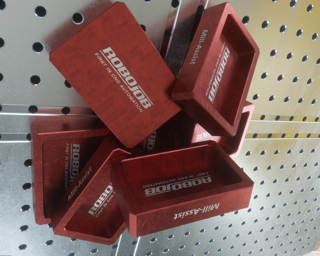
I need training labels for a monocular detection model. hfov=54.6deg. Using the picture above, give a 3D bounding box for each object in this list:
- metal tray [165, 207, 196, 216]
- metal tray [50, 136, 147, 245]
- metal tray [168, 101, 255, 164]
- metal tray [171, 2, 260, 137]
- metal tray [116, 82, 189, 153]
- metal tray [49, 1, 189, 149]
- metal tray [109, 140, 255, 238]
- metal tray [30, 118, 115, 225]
[{"bbox_3d":[0.040,0.098,0.447,0.090,0.030,0.130,-26,161,-12],"label":"metal tray"},{"bbox_3d":[-0.062,0.082,0.385,0.090,0.030,0.130,30,102,-38],"label":"metal tray"},{"bbox_3d":[0.072,0.011,0.430,0.131,0.030,0.089,-16,127,-40],"label":"metal tray"},{"bbox_3d":[0.070,-0.066,0.361,0.090,0.030,0.130,38,64,-38],"label":"metal tray"},{"bbox_3d":[-0.011,0.007,0.405,0.091,0.030,0.129,-6,119,-28],"label":"metal tray"},{"bbox_3d":[-0.039,-0.053,0.331,0.090,0.030,0.130,-39,114,-2],"label":"metal tray"},{"bbox_3d":[0.020,0.057,0.331,0.131,0.090,0.030,-9,122,-19],"label":"metal tray"},{"bbox_3d":[-0.108,0.053,0.382,0.091,0.030,0.129,-5,120,-27],"label":"metal tray"}]
